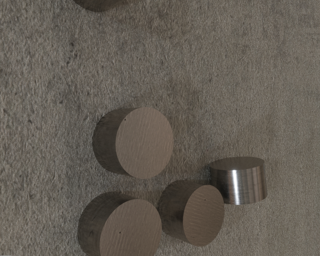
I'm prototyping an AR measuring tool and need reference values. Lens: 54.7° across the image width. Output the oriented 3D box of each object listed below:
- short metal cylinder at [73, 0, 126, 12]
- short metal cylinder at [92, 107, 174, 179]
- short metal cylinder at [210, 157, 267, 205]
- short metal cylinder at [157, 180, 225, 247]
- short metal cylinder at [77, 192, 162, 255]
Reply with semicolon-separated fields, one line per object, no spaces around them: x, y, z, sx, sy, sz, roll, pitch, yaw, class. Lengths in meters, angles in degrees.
-0.063;-0.174;0.335;0.081;0.050;0.080;0;90;-40;short metal cylinder
-0.031;0.016;0.363;0.081;0.050;0.080;0;90;-40;short metal cylinder
0.118;0.077;0.468;0.081;0.080;0.050;-13;98;-39;short metal cylinder
0.043;0.114;0.425;0.081;0.050;0.080;0;90;-40;short metal cylinder
-0.045;0.116;0.351;0.081;0.050;0.080;0;90;-40;short metal cylinder
